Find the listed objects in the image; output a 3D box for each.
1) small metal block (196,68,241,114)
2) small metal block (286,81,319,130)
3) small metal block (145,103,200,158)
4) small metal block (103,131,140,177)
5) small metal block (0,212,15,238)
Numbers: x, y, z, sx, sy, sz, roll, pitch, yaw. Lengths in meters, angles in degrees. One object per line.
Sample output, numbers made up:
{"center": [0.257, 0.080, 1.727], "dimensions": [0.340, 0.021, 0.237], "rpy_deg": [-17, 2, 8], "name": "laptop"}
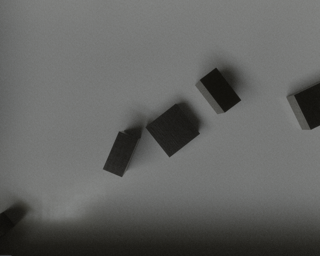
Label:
{"center": [0.073, -0.046, 0.399], "dimensions": [0.025, 0.050, 0.050], "rpy_deg": [-37, 90, 0], "name": "small metal block"}
{"center": [0.207, -0.031, 0.413], "dimensions": [0.050, 0.025, 0.050], "rpy_deg": [-26, 90, 0], "name": "small metal block"}
{"center": [0.016, 0.003, 0.411], "dimensions": [0.050, 0.025, 0.050], "rpy_deg": [-38, 90, 0], "name": "small metal block"}
{"center": [-0.048, 0.032, 0.398], "dimensions": [0.025, 0.050, 0.050], "rpy_deg": [23, 90, 0], "name": "small metal block"}
{"center": [-0.225, 0.140, 0.397], "dimensions": [0.050, 0.050, 0.025], "rpy_deg": [-40, 90, 0], "name": "small metal block"}
